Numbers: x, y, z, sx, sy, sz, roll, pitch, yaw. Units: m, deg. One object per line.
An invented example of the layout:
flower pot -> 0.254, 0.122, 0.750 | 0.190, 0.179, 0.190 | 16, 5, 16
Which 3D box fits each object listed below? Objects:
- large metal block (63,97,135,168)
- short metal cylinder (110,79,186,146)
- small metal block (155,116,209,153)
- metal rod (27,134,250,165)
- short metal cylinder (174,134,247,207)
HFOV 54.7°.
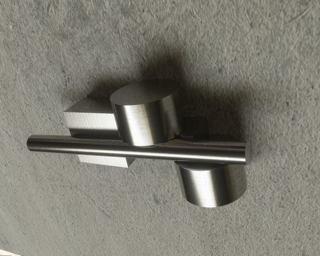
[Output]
large metal block -> -0.075, 0.004, 0.428 | 0.080, 0.050, 0.079 | 3, 120, 26
short metal cylinder -> -0.013, -0.021, 0.367 | 0.080, 0.080, 0.050 | 2, 120, 27
small metal block -> 0.028, 0.008, 0.380 | 0.050, 0.050, 0.025 | 1, 119, 27
metal rod -> -0.046, 0.024, 0.380 | 0.301, 0.025, 0.025 | 1, 119, 26
short metal cylinder -> 0.060, 0.048, 0.369 | 0.080, 0.080, 0.050 | 0, 118, 28
